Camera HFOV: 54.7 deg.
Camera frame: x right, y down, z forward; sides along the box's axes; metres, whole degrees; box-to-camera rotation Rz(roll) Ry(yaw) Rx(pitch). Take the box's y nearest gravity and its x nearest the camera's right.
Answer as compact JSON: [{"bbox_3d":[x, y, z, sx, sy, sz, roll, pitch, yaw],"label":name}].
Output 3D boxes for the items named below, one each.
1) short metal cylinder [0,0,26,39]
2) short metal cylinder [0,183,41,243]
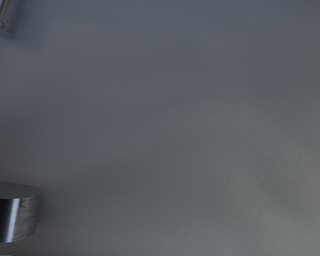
[{"bbox_3d":[-0.215,-0.149,0.381,0.080,0.080,0.050,17,90,-1],"label":"short metal cylinder"},{"bbox_3d":[-0.193,0.101,0.381,0.081,0.080,0.050,8,90,-1],"label":"short metal cylinder"}]
